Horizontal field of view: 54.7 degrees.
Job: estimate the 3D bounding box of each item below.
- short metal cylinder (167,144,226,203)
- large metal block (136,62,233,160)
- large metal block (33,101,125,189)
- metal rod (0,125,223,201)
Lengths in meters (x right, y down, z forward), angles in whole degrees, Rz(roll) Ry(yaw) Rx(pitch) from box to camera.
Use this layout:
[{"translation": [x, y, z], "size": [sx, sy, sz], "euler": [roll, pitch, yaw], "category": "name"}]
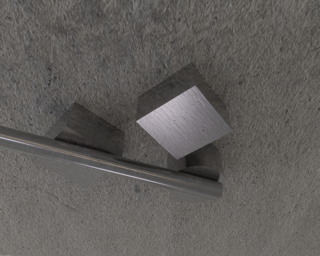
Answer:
[{"translation": [0.050, 0.063, 0.445], "size": [0.081, 0.050, 0.079], "euler": [0, 130, 0], "category": "short metal cylinder"}, {"translation": [0.029, -0.018, 0.376], "size": [0.080, 0.050, 0.080], "euler": [-30, 124, 23], "category": "large metal block"}, {"translation": [-0.105, 0.025, 0.411], "size": [0.080, 0.050, 0.080], "euler": [34, 122, -26], "category": "large metal block"}, {"translation": [-0.063, 0.044, 0.378], "size": [0.302, 0.025, 0.025], "euler": [16, 128, -14], "category": "metal rod"}]
